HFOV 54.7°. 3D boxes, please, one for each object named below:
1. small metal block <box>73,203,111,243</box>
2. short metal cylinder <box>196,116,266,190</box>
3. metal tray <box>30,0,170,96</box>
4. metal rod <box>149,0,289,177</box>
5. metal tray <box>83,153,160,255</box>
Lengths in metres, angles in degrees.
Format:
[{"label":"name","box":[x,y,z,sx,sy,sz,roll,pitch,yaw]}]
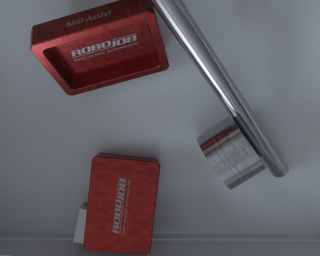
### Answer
[{"label":"small metal block","box":[-0.095,0.143,0.456,0.050,0.025,0.050,11,93,-4]},{"label":"short metal cylinder","box":[0.090,0.031,0.395,0.050,0.080,0.080,-35,107,11]},{"label":"metal tray","box":[-0.062,-0.088,0.348,0.131,0.030,0.090,-15,149,5]},{"label":"metal rod","box":[0.082,-0.038,0.362,0.025,0.025,0.300,-35,120,12]},{"label":"metal tray","box":[-0.052,0.104,0.428,0.091,0.030,0.129,6,94,-3]}]
